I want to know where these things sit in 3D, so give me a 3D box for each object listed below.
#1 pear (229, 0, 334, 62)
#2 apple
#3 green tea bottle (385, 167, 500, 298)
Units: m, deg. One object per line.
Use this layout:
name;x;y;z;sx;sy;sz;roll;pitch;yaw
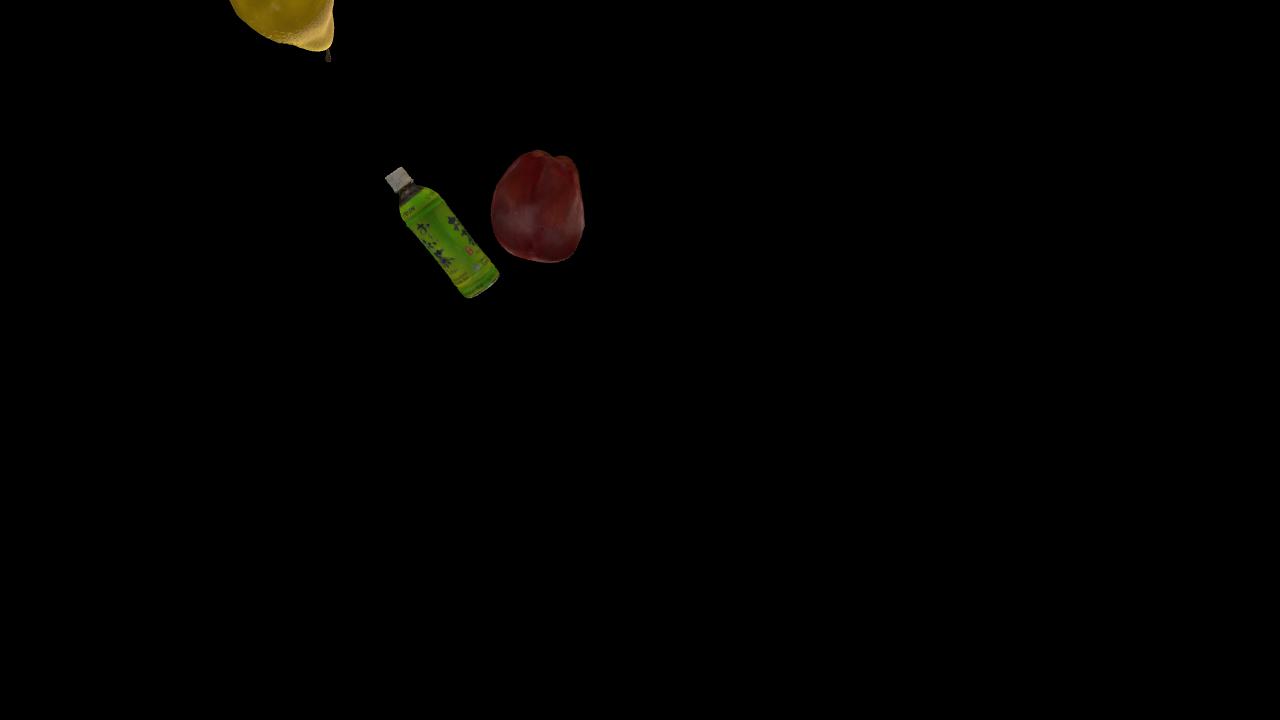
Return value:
pear;-0.288;-0.300;0.526;0.080;0.080;0.111;0;-4;11
apple;-0.085;-0.127;0.521;0.079;0.093;0.079;12;26;-6
green tea bottle;-0.305;-0.194;0.938;0.073;0.212;0.073;-30;24;15
